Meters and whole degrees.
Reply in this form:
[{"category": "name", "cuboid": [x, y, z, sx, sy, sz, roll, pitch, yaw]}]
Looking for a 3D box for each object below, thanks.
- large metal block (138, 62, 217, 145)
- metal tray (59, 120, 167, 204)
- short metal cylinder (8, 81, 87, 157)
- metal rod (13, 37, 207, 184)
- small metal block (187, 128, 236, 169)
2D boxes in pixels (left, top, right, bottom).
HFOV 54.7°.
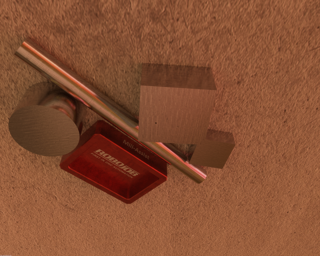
[{"category": "large metal block", "cuboid": [0.017, -0.028, 0.369, 0.081, 0.050, 0.079, 3, 130, -3]}, {"category": "metal tray", "cuboid": [-0.064, 0.054, 0.451, 0.130, 0.030, 0.090, 36, 121, -27]}, {"category": "short metal cylinder", "cuboid": [-0.135, -0.011, 0.381, 0.081, 0.050, 0.079, 0, 130, 0]}, {"category": "metal rod", "cuboid": [-0.044, -0.007, 0.401, 0.025, 0.025, 0.301, -37, 122, 27]}, {"category": "small metal block", "cuboid": [0.071, 0.028, 0.434, 0.050, 0.025, 0.050, 10, 130, -9]}]
